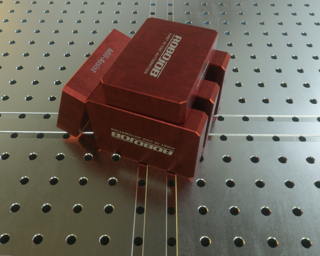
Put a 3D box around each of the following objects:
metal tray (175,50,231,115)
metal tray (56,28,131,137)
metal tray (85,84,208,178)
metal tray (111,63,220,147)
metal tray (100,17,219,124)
[{"bbox_3d":[0.023,-0.072,0.425,0.130,0.090,0.030,16,53,13],"label":"metal tray"},{"bbox_3d":[-0.086,-0.061,0.413,0.030,0.090,0.130,30,53,-4],"label":"metal tray"},{"bbox_3d":[-0.015,0.005,0.361,0.130,0.090,0.030,17,52,13],"label":"metal tray"},{"bbox_3d":[0.001,-0.029,0.388,0.130,0.090,0.030,16,51,12],"label":"metal tray"},{"bbox_3d":[0.005,-0.070,0.346,0.090,0.030,0.130,16,52,13],"label":"metal tray"}]
